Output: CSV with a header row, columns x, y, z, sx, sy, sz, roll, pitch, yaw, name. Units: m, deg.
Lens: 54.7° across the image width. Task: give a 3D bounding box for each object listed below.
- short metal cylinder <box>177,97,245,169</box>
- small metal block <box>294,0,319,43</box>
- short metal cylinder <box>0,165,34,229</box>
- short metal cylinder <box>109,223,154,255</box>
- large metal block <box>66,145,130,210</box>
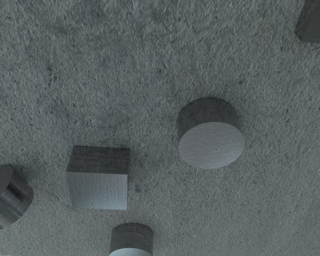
x,y,z,sx,sy,sz,roll,pitch,yaw,name
0.063,0.007,0.397,0.081,0.050,0.079,0,130,0,short metal cylinder
0.172,-0.114,0.312,0.050,0.025,0.050,3,130,-3,small metal block
-0.236,0.101,0.455,0.080,0.080,0.050,-16,129,12,short metal cylinder
-0.053,0.221,0.578,0.081,0.050,0.079,0,130,0,short metal cylinder
-0.086,0.073,0.452,0.081,0.050,0.079,3,130,-3,large metal block
